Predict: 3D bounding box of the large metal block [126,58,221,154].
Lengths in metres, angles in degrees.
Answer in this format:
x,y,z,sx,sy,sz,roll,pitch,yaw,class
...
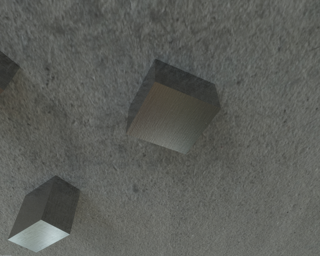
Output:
x,y,z,sx,sy,sz,roll,pitch,yaw,class
0.013,-0.023,0.371,0.080,0.050,0.079,20,127,-17,large metal block

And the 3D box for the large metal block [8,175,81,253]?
x,y,z,sx,sy,sz,roll,pitch,yaw,class
-0.177,0.134,0.482,0.080,0.080,0.050,-33,123,24,large metal block

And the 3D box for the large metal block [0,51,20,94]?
x,y,z,sx,sy,sz,roll,pitch,yaw,class
-0.219,-0.060,0.337,0.080,0.050,0.080,-31,124,23,large metal block
